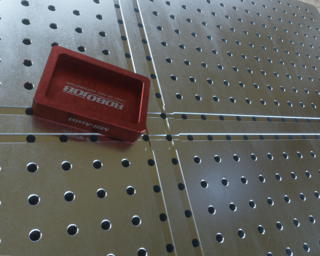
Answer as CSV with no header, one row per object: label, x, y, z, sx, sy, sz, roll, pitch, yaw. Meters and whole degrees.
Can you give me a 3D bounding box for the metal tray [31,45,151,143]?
metal tray,-0.080,-0.041,0.387,0.131,0.030,0.090,17,55,-19
